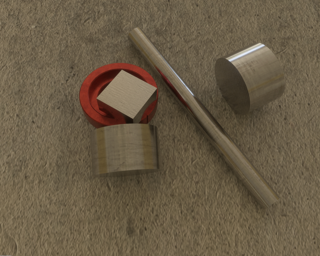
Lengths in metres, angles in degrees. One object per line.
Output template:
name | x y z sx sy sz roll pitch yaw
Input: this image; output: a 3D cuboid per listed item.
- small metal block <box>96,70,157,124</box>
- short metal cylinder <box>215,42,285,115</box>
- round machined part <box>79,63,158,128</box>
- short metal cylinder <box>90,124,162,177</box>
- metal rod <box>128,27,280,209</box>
small metal block | -0.038 -0.034 0.369 0.050 0.025 0.050 29 64 13
short metal cylinder | 0.114 -0.064 0.403 0.050 0.080 0.080 -26 72 -9
round machined part | -0.052 -0.034 0.406 0.099 0.042 0.098 1 61 -2
short metal cylinder | -0.040 0.029 0.365 0.081 0.080 0.050 -5 78 -2
metal rod | 0.049 -0.024 0.417 0.025 0.025 0.299 -34 74 -11
